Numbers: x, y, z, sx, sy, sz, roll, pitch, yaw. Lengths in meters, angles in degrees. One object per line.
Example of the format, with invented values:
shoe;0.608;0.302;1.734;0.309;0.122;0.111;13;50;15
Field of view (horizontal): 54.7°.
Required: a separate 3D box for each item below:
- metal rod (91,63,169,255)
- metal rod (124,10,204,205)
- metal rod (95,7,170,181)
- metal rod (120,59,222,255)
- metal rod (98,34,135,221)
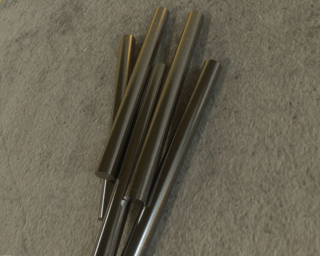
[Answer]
metal rod;-0.033;0.039;0.382;0.025;0.025;0.300;-1;57;27
metal rod;0.014;-0.046;0.408;0.025;0.025;0.300;2;58;28
metal rod;-0.031;-0.068;0.443;0.025;0.025;0.300;-2;56;27
metal rod;0.013;0.045;0.368;0.025;0.025;0.300;12;67;33
metal rod;-0.057;-0.020;0.444;0.025;0.025;0.299;-12;57;21
